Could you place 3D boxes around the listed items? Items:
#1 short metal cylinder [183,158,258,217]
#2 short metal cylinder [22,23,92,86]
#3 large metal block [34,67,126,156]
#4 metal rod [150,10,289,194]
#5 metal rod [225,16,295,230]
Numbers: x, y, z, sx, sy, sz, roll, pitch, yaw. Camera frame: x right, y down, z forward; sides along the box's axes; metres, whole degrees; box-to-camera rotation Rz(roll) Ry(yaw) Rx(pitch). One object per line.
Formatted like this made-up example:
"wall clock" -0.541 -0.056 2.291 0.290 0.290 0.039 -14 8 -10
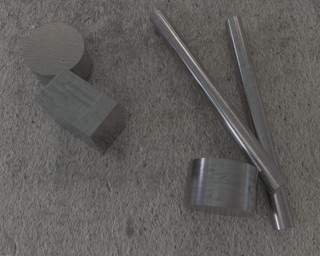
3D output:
"short metal cylinder" 0.069 0.070 0.354 0.080 0.080 0.050 9 70 3
"short metal cylinder" -0.140 -0.096 0.429 0.081 0.050 0.080 0 70 0
"large metal block" -0.094 -0.018 0.385 0.080 0.080 0.050 33 74 11
"metal rod" 0.066 -0.050 0.413 0.025 0.025 0.299 -27 67 -9
"metal rod" 0.129 -0.021 0.416 0.025 0.025 0.299 -6 70 -3
